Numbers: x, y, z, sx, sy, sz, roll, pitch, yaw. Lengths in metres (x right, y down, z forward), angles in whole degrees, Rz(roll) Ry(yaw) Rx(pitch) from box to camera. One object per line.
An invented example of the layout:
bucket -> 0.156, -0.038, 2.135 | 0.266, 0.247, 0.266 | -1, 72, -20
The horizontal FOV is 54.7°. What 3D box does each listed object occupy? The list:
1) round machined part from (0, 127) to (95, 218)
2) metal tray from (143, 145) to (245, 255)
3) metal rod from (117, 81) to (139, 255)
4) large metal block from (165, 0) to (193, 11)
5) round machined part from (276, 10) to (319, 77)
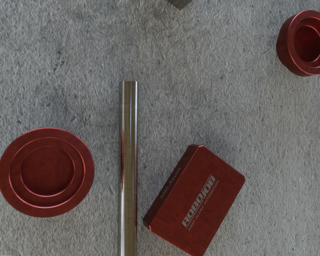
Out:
round machined part -> -0.127, 0.048, 0.353 | 0.099, 0.042, 0.097 | 0, 90, -21
metal tray -> 0.049, 0.099, 0.426 | 0.090, 0.030, 0.130 | 37, 78, -17
metal rod -> -0.041, 0.091, 0.394 | 0.025, 0.025, 0.298 | 1, 90, -20
large metal block -> 0.019, -0.204, 0.388 | 0.080, 0.080, 0.050 | 28, 81, -18
round machined part -> 0.223, -0.129, 0.484 | 0.099, 0.042, 0.097 | 0, 90, -21
